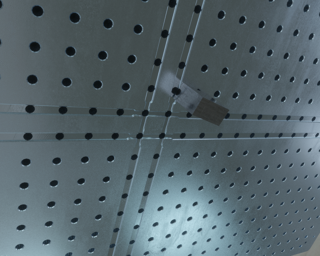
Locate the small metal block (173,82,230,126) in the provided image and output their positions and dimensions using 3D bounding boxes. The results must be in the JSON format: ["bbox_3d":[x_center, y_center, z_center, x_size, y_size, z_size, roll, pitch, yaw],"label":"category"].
[{"bbox_3d":[0.054,-0.032,0.407,0.050,0.050,0.025,20,108,-36],"label":"small metal block"}]
